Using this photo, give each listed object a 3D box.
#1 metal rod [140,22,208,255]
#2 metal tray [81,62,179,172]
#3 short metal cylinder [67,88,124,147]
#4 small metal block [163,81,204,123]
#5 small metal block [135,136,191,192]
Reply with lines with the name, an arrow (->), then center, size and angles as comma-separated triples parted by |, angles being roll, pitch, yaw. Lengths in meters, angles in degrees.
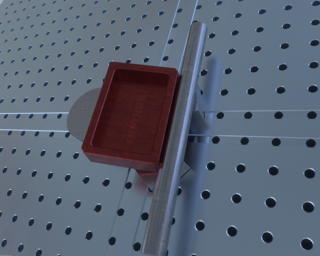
metal rod -> 0.024, -0.007, 0.366 | 0.025, 0.025, 0.300 | -1, 61, 27
metal tray -> -0.032, -0.017, 0.380 | 0.090, 0.030, 0.130 | 8, 64, 10
short metal cylinder -> -0.083, -0.010, 0.439 | 0.080, 0.050, 0.080 | -13, 56, 20
small metal block -> 0.029, -0.031, 0.411 | 0.050, 0.025, 0.050 | -14, 56, 20
small metal block -> 0.000, 0.046, 0.378 | 0.050, 0.025, 0.050 | -43, 51, -2
